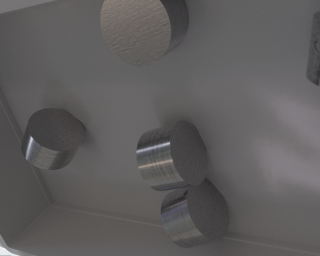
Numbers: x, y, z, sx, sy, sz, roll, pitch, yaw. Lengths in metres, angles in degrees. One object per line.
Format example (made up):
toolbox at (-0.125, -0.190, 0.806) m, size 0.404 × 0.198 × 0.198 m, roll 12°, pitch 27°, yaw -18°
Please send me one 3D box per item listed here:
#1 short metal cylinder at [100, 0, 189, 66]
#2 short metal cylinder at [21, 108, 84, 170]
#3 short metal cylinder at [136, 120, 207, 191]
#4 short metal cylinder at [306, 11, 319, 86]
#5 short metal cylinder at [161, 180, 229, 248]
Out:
short metal cylinder at (-0.015, -0.113, 0.331) m, size 0.080 × 0.050 × 0.079 m, roll 13°, pitch 124°, yaw 21°
short metal cylinder at (-0.162, 0.016, 0.469) m, size 0.080 × 0.080 × 0.050 m, roll 39°, pitch 129°, yaw 2°
short metal cylinder at (0.017, 0.035, 0.386) m, size 0.050 × 0.080 × 0.080 m, roll -18°, pitch 109°, yaw 35°
short metal cylinder at (0.163, -0.065, 0.247) m, size 0.080 × 0.080 × 0.050 m, roll 8°, pitch 122°, yaw 24°
short metal cylinder at (0.048, 0.116, 0.420) m, size 0.050 × 0.080 × 0.080 m, roll -35°, pitch 99°, yaw 38°
